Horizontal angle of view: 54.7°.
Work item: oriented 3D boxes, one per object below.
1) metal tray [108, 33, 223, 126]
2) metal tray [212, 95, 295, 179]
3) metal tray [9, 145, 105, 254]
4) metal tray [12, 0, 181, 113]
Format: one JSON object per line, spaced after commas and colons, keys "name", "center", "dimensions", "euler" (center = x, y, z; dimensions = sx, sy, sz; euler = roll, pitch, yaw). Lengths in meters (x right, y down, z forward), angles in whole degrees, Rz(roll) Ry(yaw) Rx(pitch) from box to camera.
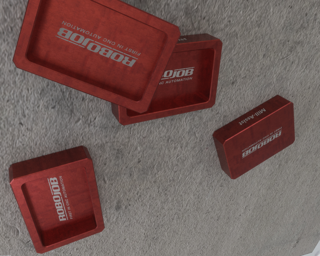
{"name": "metal tray", "center": [0.008, -0.060, 0.370], "dimensions": [0.131, 0.030, 0.089], "euler": [-12, 124, -22]}
{"name": "metal tray", "center": [0.154, 0.015, 0.497], "dimensions": [0.131, 0.030, 0.090], "euler": [-29, 129, -10]}
{"name": "metal tray", "center": [-0.125, 0.092, 0.392], "dimensions": [0.091, 0.030, 0.129], "euler": [-15, 125, -20]}
{"name": "metal tray", "center": [-0.058, -0.078, 0.292], "dimensions": [0.131, 0.030, 0.089], "euler": [20, 109, -13]}
